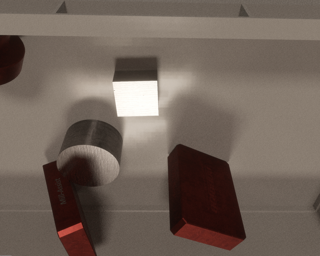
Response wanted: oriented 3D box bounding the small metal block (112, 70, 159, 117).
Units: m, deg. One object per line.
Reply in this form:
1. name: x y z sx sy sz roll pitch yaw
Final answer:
1. small metal block: -0.028 -0.042 0.373 0.050 0.025 0.050 -1 130 0

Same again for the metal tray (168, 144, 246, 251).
1. metal tray: 0.058 0.088 0.416 0.091 0.130 0.030 22 127 -18

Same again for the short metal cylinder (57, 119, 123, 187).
1. short metal cylinder: -0.093 0.035 0.421 0.081 0.050 0.079 -1 130 0

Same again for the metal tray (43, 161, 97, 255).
1. metal tray: -0.128 0.117 0.437 0.030 0.130 0.089 -20 132 -16

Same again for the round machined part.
1. round machined part: -0.178 -0.084 0.287 0.099 0.098 0.042 19 127 -16
